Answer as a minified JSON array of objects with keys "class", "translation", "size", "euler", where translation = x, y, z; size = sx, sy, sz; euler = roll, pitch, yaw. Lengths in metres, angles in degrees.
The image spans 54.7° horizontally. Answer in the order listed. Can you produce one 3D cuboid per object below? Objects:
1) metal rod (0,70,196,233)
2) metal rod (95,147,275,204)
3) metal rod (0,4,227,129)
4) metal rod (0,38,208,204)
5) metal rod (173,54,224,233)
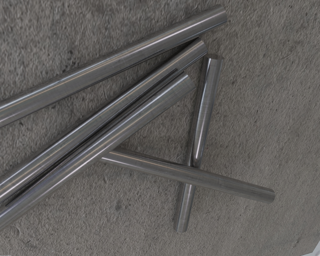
[{"class":"metal rod","translation":[-0.088,0.034,0.358],"size":[0.300,0.025,0.025],"euler":[-36,130,4]},{"class":"metal rod","translation":[0.049,0.070,0.444],"size":[0.302,0.025,0.025],"euler":[18,109,-25]},{"class":"metal rod","translation":[-0.060,-0.065,0.333],"size":[0.302,0.025,0.025],"euler":[-27,128,-11]},{"class":"metal rod","translation":[-0.071,-0.010,0.361],"size":[0.301,0.025,0.025],"euler":[-36,129,-4]},{"class":"metal rod","translation":[0.051,0.040,0.459],"size":[0.025,0.025,0.298],"euler":[-7,122,-25]}]
